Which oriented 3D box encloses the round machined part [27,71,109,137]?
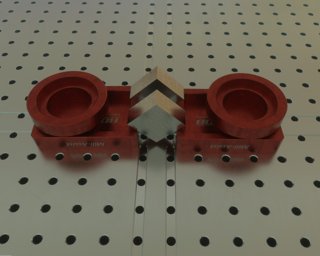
[{"bbox_3d":[-0.115,-0.026,0.402,0.099,0.042,0.098,0,50,0],"label":"round machined part"}]

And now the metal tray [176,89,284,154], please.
[{"bbox_3d":[0.087,-0.011,0.415,0.131,0.030,0.090,1,50,0],"label":"metal tray"}]

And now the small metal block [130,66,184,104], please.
[{"bbox_3d":[-0.004,-0.047,0.412,0.050,0.050,0.025,-32,40,33],"label":"small metal block"}]

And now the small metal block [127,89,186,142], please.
[{"bbox_3d":[-0.004,-0.013,0.383,0.050,0.050,0.025,-32,40,33],"label":"small metal block"}]

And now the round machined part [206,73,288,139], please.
[{"bbox_3d":[0.108,-0.024,0.401,0.099,0.042,0.098,0,50,0],"label":"round machined part"}]

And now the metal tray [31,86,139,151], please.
[{"bbox_3d":[-0.094,-0.015,0.417,0.131,0.030,0.090,0,52,-1],"label":"metal tray"}]
